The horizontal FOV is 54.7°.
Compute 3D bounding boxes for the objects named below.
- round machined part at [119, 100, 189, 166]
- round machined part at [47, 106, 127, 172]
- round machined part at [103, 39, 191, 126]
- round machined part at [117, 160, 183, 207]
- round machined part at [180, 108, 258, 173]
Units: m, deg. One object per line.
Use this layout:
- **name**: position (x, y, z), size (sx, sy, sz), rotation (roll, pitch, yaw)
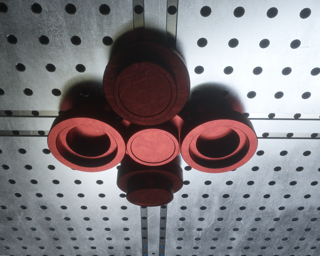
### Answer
- **round machined part**: position (-0.009, 0.012, 0.410), size (0.099, 0.042, 0.097), rotation (-1, 130, 0)
- **round machined part**: position (-0.092, 0.011, 0.408), size (0.099, 0.042, 0.097), rotation (-1, 130, 0)
- **round machined part**: position (-0.015, -0.046, 0.346), size (0.099, 0.042, 0.097), rotation (0, 116, 1)
- **round machined part**: position (-0.015, 0.085, 0.457), size (0.099, 0.042, 0.098), rotation (0, 145, 0)
- **round machined part**: position (0.075, 0.012, 0.412), size (0.099, 0.042, 0.097), rotation (-1, 130, 0)
